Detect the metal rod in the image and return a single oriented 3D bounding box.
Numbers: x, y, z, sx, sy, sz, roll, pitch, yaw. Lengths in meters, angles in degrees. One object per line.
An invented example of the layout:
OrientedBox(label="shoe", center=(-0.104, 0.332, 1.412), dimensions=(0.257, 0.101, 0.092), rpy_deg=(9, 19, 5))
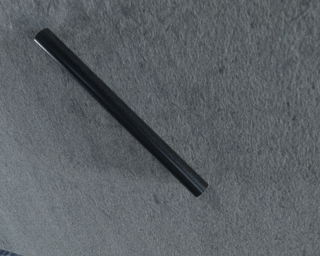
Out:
OrientedBox(label="metal rod", center=(-0.050, -0.018, 0.419), dimensions=(0.300, 0.025, 0.025), rpy_deg=(44, 129, -3))
